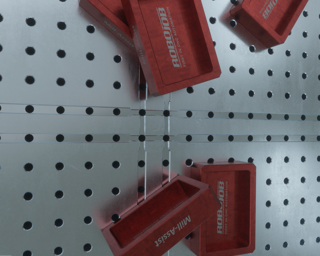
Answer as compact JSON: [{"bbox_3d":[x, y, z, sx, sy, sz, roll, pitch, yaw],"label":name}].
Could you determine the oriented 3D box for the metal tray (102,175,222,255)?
[{"bbox_3d":[-0.001,0.112,0.378,0.131,0.090,0.030,-33,101,-17],"label":"metal tray"}]

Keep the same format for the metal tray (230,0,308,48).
[{"bbox_3d":[0.177,-0.202,0.476,0.090,0.030,0.130,36,78,-17],"label":"metal tray"}]

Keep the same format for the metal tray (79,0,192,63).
[{"bbox_3d":[-0.026,-0.154,0.400,0.130,0.030,0.090,39,77,-16],"label":"metal tray"}]

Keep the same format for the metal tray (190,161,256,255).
[{"bbox_3d":[0.091,0.115,0.445,0.091,0.030,0.129,1,90,-21],"label":"metal tray"}]

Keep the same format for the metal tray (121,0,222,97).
[{"bbox_3d":[0.015,-0.113,0.383,0.091,0.030,0.129,-20,97,-19],"label":"metal tray"}]
